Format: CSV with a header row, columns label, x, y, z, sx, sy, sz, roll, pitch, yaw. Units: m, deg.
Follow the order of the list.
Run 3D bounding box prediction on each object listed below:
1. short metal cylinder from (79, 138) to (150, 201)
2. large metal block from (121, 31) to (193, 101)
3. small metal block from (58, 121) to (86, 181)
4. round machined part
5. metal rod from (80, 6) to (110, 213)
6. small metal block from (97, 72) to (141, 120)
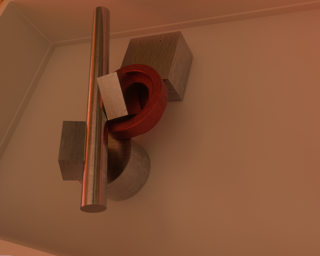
label,x,y,z,sx,sy,sz,roll,pitch,yaw
short metal cylinder,-0.059,0.045,0.390,0.080,0.050,0.080,-13,56,20
large metal block,-0.006,-0.085,0.440,0.080,0.050,0.080,0,62,28
small metal block,-0.098,0.027,0.354,0.025,0.050,0.050,2,56,-10
round machined part,-0.034,-0.029,0.390,0.098,0.042,0.098,-13,56,20
metal rod,-0.076,-0.047,0.381,0.025,0.025,0.299,-17,55,18
small metal block,-0.047,-0.038,0.373,0.025,0.050,0.050,-15,90,16
